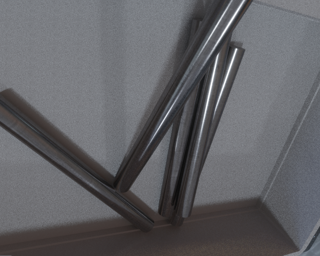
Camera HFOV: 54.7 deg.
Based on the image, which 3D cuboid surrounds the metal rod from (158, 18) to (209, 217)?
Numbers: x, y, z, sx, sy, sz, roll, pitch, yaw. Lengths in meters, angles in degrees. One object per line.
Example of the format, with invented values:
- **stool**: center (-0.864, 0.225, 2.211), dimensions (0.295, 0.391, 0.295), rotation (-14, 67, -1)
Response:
- **metal rod**: center (0.029, 0.005, 0.429), dimensions (0.025, 0.025, 0.298), rotation (-6, 121, -26)

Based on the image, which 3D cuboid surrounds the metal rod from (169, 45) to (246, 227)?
- **metal rod**: center (0.062, 0.026, 0.461), dimensions (0.025, 0.025, 0.298), rotation (1, 118, -29)

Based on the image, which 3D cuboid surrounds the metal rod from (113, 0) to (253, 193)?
- **metal rod**: center (0.002, -0.011, 0.327), dimensions (0.025, 0.025, 0.298), rotation (-1, 144, -28)

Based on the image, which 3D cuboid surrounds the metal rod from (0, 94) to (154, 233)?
- **metal rod**: center (-0.093, 0.065, 0.399), dimensions (0.025, 0.025, 0.300), rotation (-40, 130, -1)

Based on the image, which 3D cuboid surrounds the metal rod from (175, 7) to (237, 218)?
- **metal rod**: center (0.058, -0.006, 0.422), dimensions (0.025, 0.025, 0.298), rotation (-3, 115, -27)
